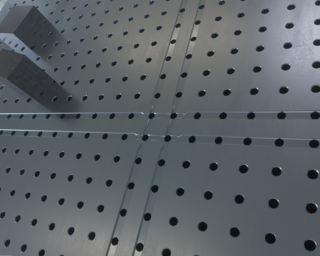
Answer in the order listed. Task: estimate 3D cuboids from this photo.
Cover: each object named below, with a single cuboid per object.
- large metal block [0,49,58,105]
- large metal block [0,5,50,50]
[{"bbox_3d":[-0.251,-0.094,0.564,0.080,0.080,0.050,20,73,35],"label":"large metal block"},{"bbox_3d":[-0.310,-0.226,0.696,0.080,0.050,0.080,14,69,33],"label":"large metal block"}]
